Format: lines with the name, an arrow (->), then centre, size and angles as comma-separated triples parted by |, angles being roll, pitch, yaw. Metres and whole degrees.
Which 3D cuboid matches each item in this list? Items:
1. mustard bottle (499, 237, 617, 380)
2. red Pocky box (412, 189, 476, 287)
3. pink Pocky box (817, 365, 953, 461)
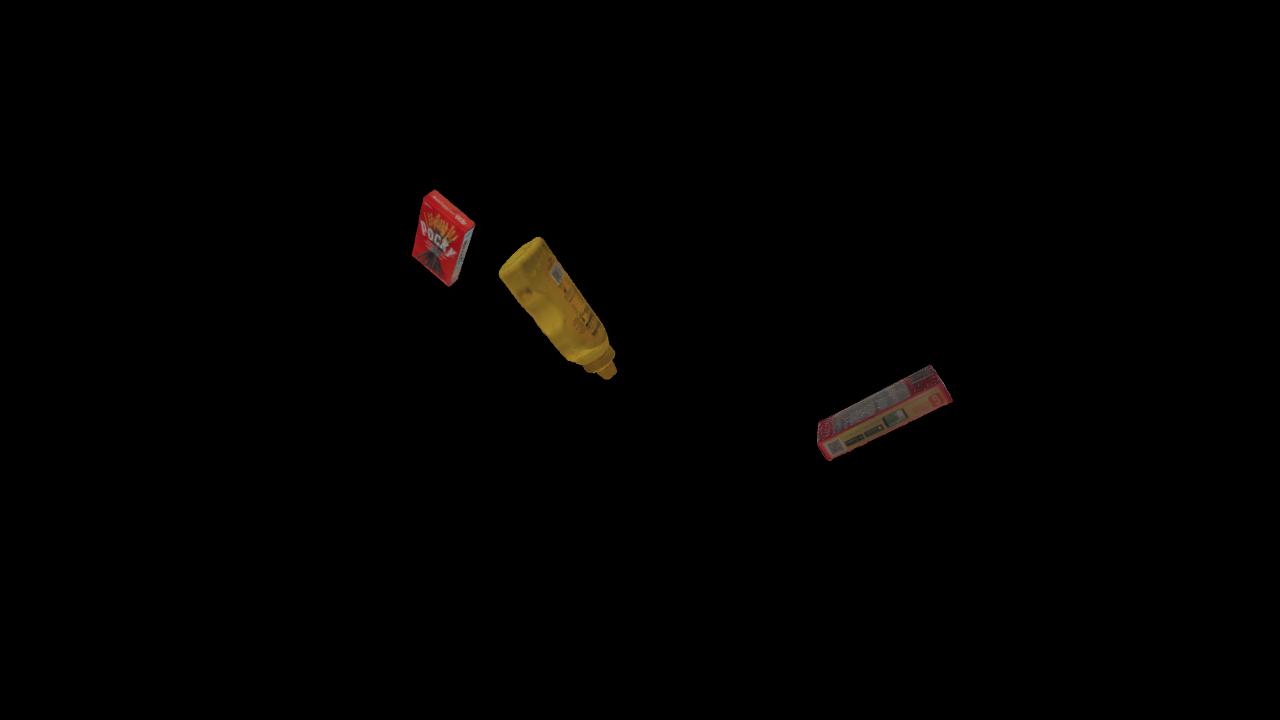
mustard bottle -> -0.084, -0.049, 0.715 | 0.054, 0.184, 0.092 | -29, 23, 17
red Pocky box -> -0.312, -0.188, 0.969 | 0.028, 0.083, 0.155 | -50, 1, -37
pink Pocky box -> 0.286, 0.063, 0.734 | 0.155, 0.029, 0.084 | -32, 2, 21
